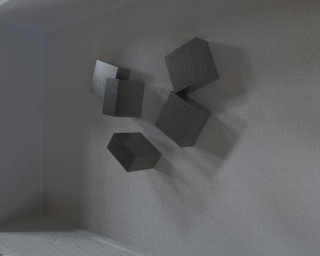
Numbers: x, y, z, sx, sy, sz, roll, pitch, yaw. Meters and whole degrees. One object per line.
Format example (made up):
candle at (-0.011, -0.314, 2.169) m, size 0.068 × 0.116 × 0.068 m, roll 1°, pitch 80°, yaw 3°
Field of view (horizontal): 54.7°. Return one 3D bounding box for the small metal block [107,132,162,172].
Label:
small metal block at (-0.035, 0.031, 0.419) m, size 0.050 × 0.050 × 0.025 m, roll 44°, pitch 117°, yaw 31°

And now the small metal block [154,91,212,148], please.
small metal block at (0.028, -0.011, 0.384) m, size 0.050 × 0.025 × 0.050 m, roll 40°, pitch 115°, yaw 32°

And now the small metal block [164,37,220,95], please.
small metal block at (0.038, -0.074, 0.376) m, size 0.050 × 0.025 × 0.050 m, roll -24°, pitch 75°, yaw 37°

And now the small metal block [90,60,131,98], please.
small metal block at (-0.076, -0.072, 0.470) m, size 0.050 × 0.025 × 0.050 m, roll 26°, pitch 106°, yaw 37°

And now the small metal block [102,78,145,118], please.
small metal block at (-0.050, -0.041, 0.432) m, size 0.025 × 0.050 × 0.050 m, roll 13°, pitch 98°, yaw 39°
